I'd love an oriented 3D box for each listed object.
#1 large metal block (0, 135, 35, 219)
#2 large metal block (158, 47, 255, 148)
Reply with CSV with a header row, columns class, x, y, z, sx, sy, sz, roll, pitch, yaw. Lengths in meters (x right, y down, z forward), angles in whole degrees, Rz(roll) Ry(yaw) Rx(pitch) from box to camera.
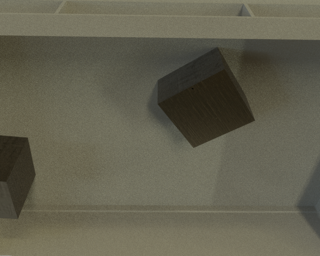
class,x,y,z,sx,sy,sz,roll,pitch,yaw
large metal block,-0.215,0.067,0.428,0.050,0.080,0.079,5,130,-5
large metal block,0.053,-0.033,0.365,0.080,0.050,0.080,-26,126,20
